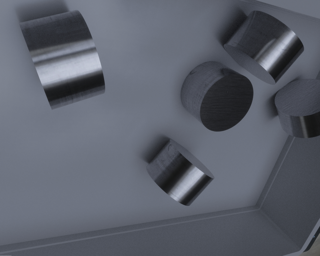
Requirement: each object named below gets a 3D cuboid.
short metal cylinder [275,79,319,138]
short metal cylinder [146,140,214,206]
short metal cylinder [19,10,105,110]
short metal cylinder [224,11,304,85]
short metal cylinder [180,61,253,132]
[{"bbox_3d":[0.225,-0.031,0.480,0.080,0.080,0.050,-36,130,-5],"label":"short metal cylinder"},{"bbox_3d":[0.028,0.061,0.428,0.050,0.080,0.080,-50,129,7],"label":"short metal cylinder"},{"bbox_3d":[-0.089,-0.062,0.286,0.050,0.080,0.079,-21,127,-17],"label":"short metal cylinder"},{"bbox_3d":[0.127,-0.098,0.384,0.080,0.080,0.050,33,100,-39],"label":"short metal cylinder"},{"bbox_3d":[0.075,-0.042,0.409,0.081,0.050,0.079,-14,125,-21],"label":"short metal cylinder"}]
